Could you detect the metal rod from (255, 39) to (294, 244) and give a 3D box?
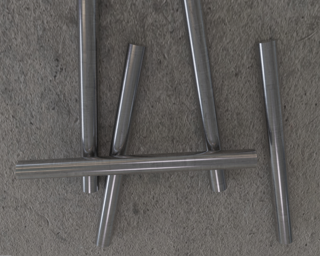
[{"bbox_3d":[0.159,0.032,0.422,0.025,0.025,0.298,-12,110,4],"label":"metal rod"}]

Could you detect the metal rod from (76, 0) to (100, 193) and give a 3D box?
[{"bbox_3d":[-0.089,-0.054,0.388,0.025,0.025,0.298,3,110,-2],"label":"metal rod"}]

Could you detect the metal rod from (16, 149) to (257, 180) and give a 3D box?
[{"bbox_3d":[-0.030,0.047,0.398,0.302,0.025,0.025,-3,110,1],"label":"metal rod"}]

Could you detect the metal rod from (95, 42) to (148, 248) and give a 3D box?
[{"bbox_3d":[-0.057,0.037,0.422,0.025,0.025,0.298,11,110,-4],"label":"metal rod"}]

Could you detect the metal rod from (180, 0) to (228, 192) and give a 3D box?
[{"bbox_3d":[0.055,-0.053,0.390,0.025,0.025,0.298,-10,110,4],"label":"metal rod"}]
